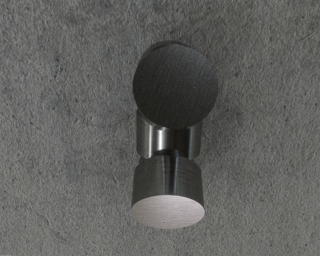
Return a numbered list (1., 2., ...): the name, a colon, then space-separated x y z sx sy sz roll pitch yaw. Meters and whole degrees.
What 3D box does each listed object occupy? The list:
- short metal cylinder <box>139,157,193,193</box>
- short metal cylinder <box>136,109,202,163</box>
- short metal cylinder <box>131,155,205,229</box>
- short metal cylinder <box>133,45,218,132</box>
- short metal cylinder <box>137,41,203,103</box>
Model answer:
1. short metal cylinder: 0.009 0.063 0.421 0.081 0.050 0.079 0 110 0
2. short metal cylinder: 0.011 0.003 0.383 0.081 0.080 0.050 1 110 -1
3. short metal cylinder: 0.009 0.075 0.355 0.080 0.050 0.080 1 138 1
4. short metal cylinder: 0.014 -0.037 0.315 0.081 0.050 0.080 0 85 -1
5. short metal cylinder: 0.012 -0.063 0.375 0.081 0.050 0.079 0 110 0
